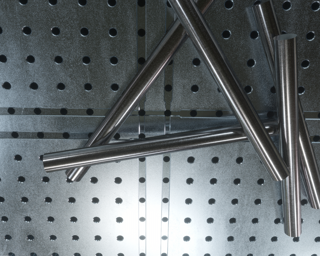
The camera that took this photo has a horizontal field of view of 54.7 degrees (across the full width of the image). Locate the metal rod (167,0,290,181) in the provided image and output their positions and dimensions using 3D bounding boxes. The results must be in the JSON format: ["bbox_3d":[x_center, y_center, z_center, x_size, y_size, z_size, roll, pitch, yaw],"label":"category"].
[{"bbox_3d":[0.077,-0.058,0.364,0.025,0.025,0.299,-31,107,10],"label":"metal rod"}]

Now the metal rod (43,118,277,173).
[{"bbox_3d":[0.005,0.022,0.404,0.302,0.025,0.025,-9,110,-4],"label":"metal rod"}]

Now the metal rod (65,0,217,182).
[{"bbox_3d":[-0.032,-0.046,0.396,0.025,0.025,0.299,35,106,-12],"label":"metal rod"}]

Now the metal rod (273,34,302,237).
[{"bbox_3d":[0.171,0.029,0.408,0.025,0.025,0.298,-12,117,4],"label":"metal rod"}]

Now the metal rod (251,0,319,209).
[{"bbox_3d":[0.177,-0.017,0.409,0.025,0.025,0.299,-22,109,7],"label":"metal rod"}]
